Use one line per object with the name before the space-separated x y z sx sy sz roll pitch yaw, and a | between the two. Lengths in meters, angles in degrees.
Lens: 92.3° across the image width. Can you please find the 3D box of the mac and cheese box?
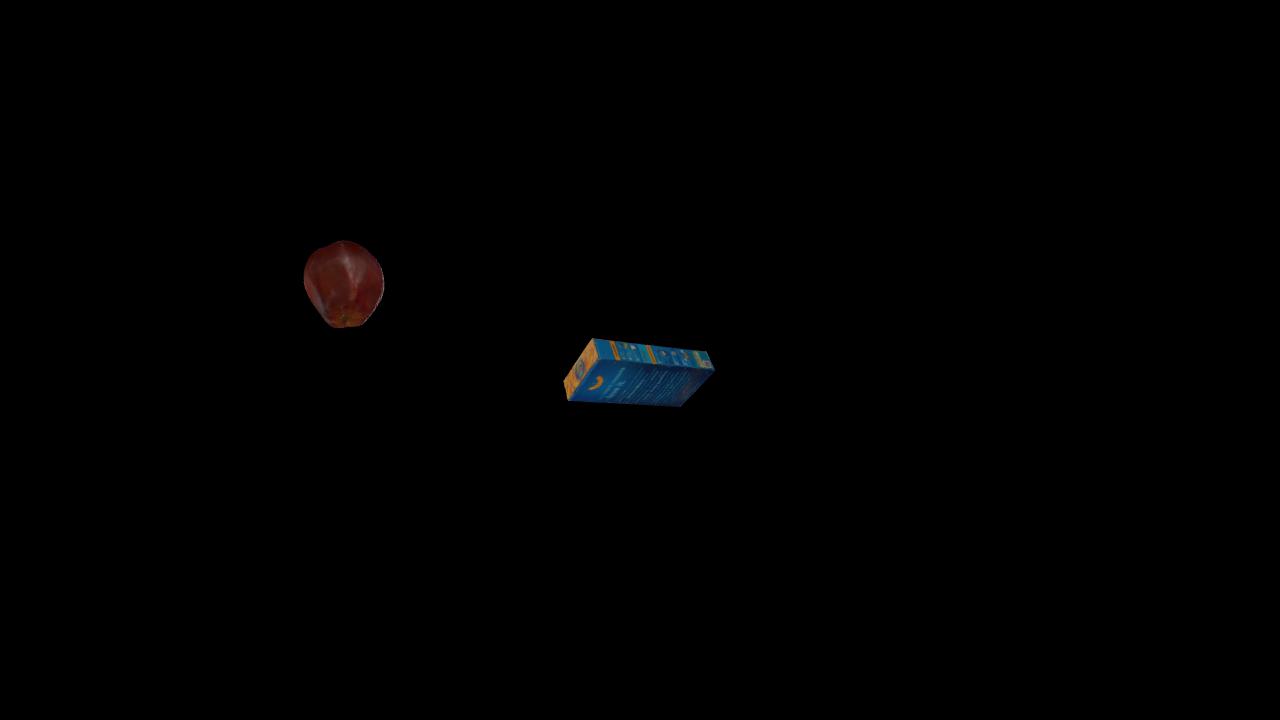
mac and cheese box | 0.000 0.021 0.825 0.184 0.041 0.093 7 -41 -34

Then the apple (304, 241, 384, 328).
apple | -0.316 -0.081 0.660 0.079 0.093 0.079 -16 -24 -8
